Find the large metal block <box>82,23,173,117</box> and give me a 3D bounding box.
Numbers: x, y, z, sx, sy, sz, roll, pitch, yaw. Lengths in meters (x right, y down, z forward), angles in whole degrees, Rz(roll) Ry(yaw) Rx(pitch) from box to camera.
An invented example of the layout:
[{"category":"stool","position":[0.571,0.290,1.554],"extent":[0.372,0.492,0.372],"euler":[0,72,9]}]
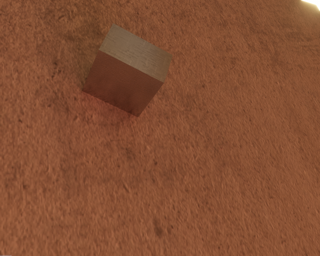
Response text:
[{"category":"large metal block","position":[-0.042,-0.069,0.389],"extent":[0.080,0.080,0.050],"euler":[25,53,-13]}]
